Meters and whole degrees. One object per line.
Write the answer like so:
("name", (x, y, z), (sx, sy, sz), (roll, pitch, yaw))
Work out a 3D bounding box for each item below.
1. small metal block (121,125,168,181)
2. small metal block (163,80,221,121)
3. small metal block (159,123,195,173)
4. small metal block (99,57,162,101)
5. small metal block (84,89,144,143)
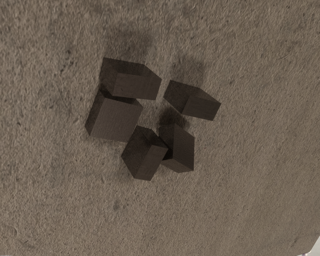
("small metal block", (-0.021, 0.032, 0.400), (0.025, 0.050, 0.050), (17, 110, -35))
("small metal block", (0.040, -0.035, 0.393), (0.050, 0.050, 0.025), (10, 113, -33))
("small metal block", (0.022, 0.028, 0.417), (0.025, 0.050, 0.050), (-15, 147, 34))
("small metal block", (-0.034, -0.054, 0.340), (0.050, 0.050, 0.025), (3, 117, -31))
("small metal block", (-0.055, -0.013, 0.370), (0.050, 0.025, 0.050), (12, 112, -34))
